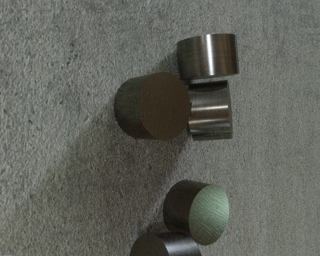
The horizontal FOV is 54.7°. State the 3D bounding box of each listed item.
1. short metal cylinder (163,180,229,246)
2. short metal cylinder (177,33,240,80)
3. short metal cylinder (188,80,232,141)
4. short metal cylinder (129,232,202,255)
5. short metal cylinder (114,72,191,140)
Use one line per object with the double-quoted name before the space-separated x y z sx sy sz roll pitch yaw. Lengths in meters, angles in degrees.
"short metal cylinder" 0.051 0.115 0.431 0.081 0.050 0.080 0 90 -40
"short metal cylinder" 0.065 -0.095 0.423 0.081 0.080 0.050 -11 97 -40
"short metal cylinder" 0.070 -0.023 0.423 0.080 0.050 0.080 -5 91 -74
"short metal cylinder" 0.006 0.168 0.374 0.050 0.080 0.080 14 81 -39
"short metal cylinder" -0.009 -0.026 0.381 0.081 0.050 0.080 0 90 -40
